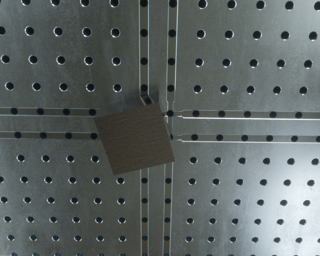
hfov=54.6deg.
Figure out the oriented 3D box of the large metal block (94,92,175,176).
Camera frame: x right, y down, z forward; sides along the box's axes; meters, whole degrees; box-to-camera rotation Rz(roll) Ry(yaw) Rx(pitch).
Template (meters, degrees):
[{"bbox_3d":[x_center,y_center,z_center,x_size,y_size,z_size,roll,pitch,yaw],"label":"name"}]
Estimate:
[{"bbox_3d":[-0.030,0.007,0.402,0.080,0.050,0.080,-14,110,5],"label":"large metal block"}]
